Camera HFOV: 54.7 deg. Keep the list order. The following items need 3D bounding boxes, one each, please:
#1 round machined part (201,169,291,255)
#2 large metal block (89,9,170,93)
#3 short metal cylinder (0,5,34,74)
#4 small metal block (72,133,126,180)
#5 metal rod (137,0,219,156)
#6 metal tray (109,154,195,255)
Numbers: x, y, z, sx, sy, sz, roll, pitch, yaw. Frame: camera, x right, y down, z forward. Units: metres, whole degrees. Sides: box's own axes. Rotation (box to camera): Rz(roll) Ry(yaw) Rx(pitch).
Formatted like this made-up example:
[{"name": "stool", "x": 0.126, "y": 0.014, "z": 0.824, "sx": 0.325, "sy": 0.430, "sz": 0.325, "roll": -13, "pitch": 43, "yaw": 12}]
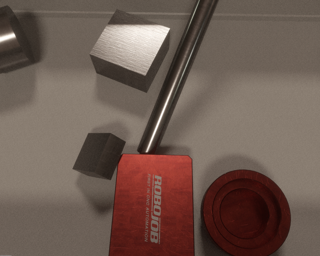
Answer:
[{"name": "round machined part", "x": 0.097, "y": 0.101, "z": 0.365, "sx": 0.099, "sy": 0.042, "sz": 0.098, "roll": 0, "pitch": 70, "yaw": -1}, {"name": "large metal block", "x": -0.039, "y": -0.107, "z": 0.435, "sx": 0.080, "sy": 0.050, "sz": 0.080, "roll": 22, "pitch": 71, "yaw": 7}, {"name": "short metal cylinder", "x": -0.214, "y": -0.119, "z": 0.421, "sx": 0.050, "sy": 0.080, "sz": 0.080, "roll": -21, "pitch": 72, "yaw": -8}, {"name": "small metal block", "x": -0.075, "y": 0.034, "z": 0.382, "sx": 0.050, "sy": 0.025, "sz": 0.050, "roll": -1, "pitch": 62, "yaw": 46}, {"name": "metal rod", "x": 0.037, "y": -0.104, "z": 0.379, "sx": 0.025, "sy": 0.025, "sz": 0.298, "roll": 23, "pitch": 98, "yaw": 8}, {"name": "metal tray", "x": -0.007, "y": 0.096, "z": 0.362, "sx": 0.091, "sy": 0.030, "sz": 0.130, "roll": 2, "pitch": 62, "yaw": 0}]
